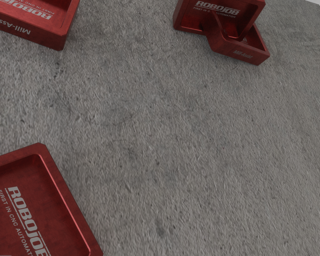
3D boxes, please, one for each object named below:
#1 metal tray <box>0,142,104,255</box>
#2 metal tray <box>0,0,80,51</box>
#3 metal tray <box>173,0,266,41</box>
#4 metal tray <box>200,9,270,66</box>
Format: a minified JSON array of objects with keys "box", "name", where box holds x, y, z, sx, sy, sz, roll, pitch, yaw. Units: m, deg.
[{"box":[-0.123,0.087,0.281,0.091,0.030,0.130,-23,74,-36],"name":"metal tray"},{"box":[-0.179,-0.162,0.402,0.131,0.030,0.090,18,55,-18],"name":"metal tray"},{"box":[0.096,-0.197,0.520,0.131,0.090,0.030,7,58,-14],"name":"metal tray"},{"box":[0.136,-0.169,0.562,0.131,0.030,0.090,5,59,-37],"name":"metal tray"}]
